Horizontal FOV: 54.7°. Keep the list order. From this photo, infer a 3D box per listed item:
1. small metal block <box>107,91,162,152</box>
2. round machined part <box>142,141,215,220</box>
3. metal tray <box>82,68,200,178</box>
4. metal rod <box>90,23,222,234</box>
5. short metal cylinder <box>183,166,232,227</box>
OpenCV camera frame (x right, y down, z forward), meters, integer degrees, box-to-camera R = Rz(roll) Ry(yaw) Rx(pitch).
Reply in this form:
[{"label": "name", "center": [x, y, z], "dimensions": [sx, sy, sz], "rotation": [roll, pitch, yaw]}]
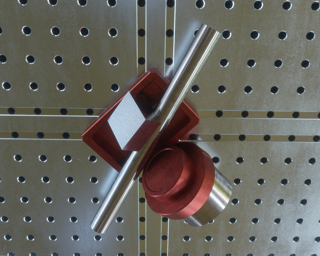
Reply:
[{"label": "small metal block", "center": [-0.032, -0.008, 0.373], "dimensions": [0.025, 0.050, 0.050], "rotation": [11, 127, -45]}, {"label": "round machined part", "center": [0.016, 0.060, 0.386], "dimensions": [0.098, 0.098, 0.042], "rotation": [-44, 127, 14]}, {"label": "metal tray", "center": [-0.025, -0.003, 0.408], "dimensions": [0.130, 0.030, 0.090], "rotation": [-41, 106, 13]}, {"label": "metal rod", "center": [-0.014, 0.014, 0.386], "dimensions": [0.025, 0.025, 0.298], "rotation": [27, 108, -10]}, {"label": "short metal cylinder", "center": [0.048, 0.083, 0.414], "dimensions": [0.080, 0.080, 0.050], "rotation": [-41, 105, 13]}]
